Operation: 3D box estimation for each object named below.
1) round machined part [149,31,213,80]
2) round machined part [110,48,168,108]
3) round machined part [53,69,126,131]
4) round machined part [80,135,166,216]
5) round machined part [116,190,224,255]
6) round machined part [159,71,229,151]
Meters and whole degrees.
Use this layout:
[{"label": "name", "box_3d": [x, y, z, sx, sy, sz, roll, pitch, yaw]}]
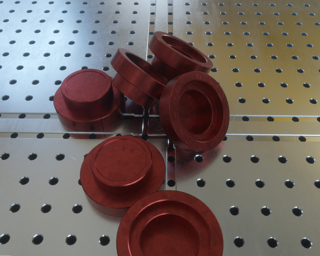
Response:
[{"label": "round machined part", "box_3d": [0.026, -0.100, 0.462, 0.098, 0.042, 0.098, 24, 27, -13]}, {"label": "round machined part", "box_3d": [-0.026, -0.065, 0.429, 0.098, 0.042, 0.098, 33, 17, -11]}, {"label": "round machined part", "box_3d": [-0.100, -0.046, 0.435, 0.099, 0.042, 0.098, 0, 50, 0]}, {"label": "round machined part", "box_3d": [-0.043, 0.047, 0.357, 0.099, 0.042, 0.098, 0, 50, 0]}, {"label": "round machined part", "box_3d": [0.009, 0.114, 0.301, 0.099, 0.042, 0.098, 0, 50, 0]}, {"label": "round machined part", "box_3d": [0.038, -0.019, 0.390, 0.098, 0.098, 0.042, -45, 20, -31]}]
